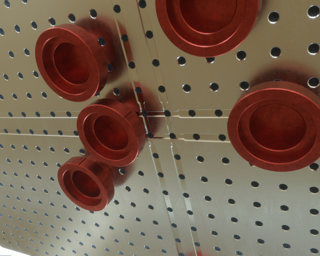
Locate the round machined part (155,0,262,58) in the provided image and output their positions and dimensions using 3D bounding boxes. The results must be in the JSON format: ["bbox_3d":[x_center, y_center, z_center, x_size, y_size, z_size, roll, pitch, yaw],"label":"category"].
[{"bbox_3d":[0.049,-0.122,0.300,0.098,0.042,0.097,13,124,21],"label":"round machined part"}]

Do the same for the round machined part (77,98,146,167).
[{"bbox_3d":[-0.064,0.002,0.436,0.098,0.042,0.097,13,124,21],"label":"round machined part"}]

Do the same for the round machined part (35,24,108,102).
[{"bbox_3d":[-0.109,-0.087,0.405,0.098,0.042,0.097,13,124,20],"label":"round machined part"}]

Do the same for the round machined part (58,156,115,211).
[{"bbox_3d":[-0.117,0.088,0.517,0.098,0.042,0.097,13,124,21],"label":"round machined part"}]

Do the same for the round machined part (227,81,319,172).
[{"bbox_3d":[0.125,-0.005,0.331,0.098,0.042,0.097,13,124,21],"label":"round machined part"}]
